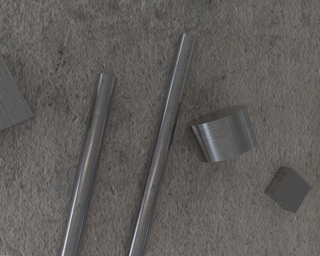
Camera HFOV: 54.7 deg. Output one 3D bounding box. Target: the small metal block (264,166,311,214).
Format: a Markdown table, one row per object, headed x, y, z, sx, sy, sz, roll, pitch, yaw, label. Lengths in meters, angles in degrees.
| x | y | z | sx | sy | sz | roll | pitch | yaw | label |
| --- | --- | --- | --- | --- | --- | --- | --- | --- | --- |
| 0.199 | 0.096 | 0.483 | 0.050 | 0.025 | 0.050 | 41 | 77 | -16 | small metal block |

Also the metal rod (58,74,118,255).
| x | y | z | sx | sy | sz | roll | pitch | yaw | label |
| --- | --- | --- | --- | --- | --- | --- | --- | --- | --- |
| -0.095 | 0.082 | 0.374 | 0.025 | 0.025 | 0.298 | 13 | 86 | -20 | metal rod |

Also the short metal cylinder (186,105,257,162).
| x | y | z | sx | sy | sz | roll | pitch | yaw | label |
| --- | --- | --- | --- | --- | --- | --- | --- | --- | --- |
| 0.081 | 0.006 | 0.410 | 0.081 | 0.080 | 0.050 | -22 | 98 | -19 | short metal cylinder |

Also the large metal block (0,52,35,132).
| x | y | z | sx | sy | sz | roll | pitch | yaw | label |
| --- | --- | --- | --- | --- | --- | --- | --- | --- | --- |
| -0.190 | -0.031 | 0.326 | 0.081 | 0.050 | 0.080 | -27 | 99 | -18 | large metal block |

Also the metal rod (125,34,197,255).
| x | y | z | sx | sy | sz | roll | pitch | yaw | label |
| --- | --- | --- | --- | --- | --- | --- | --- | --- | --- |
| 0.003 | 0.021 | 0.410 | 0.025 | 0.025 | 0.299 | 16 | 85 | -20 | metal rod |
